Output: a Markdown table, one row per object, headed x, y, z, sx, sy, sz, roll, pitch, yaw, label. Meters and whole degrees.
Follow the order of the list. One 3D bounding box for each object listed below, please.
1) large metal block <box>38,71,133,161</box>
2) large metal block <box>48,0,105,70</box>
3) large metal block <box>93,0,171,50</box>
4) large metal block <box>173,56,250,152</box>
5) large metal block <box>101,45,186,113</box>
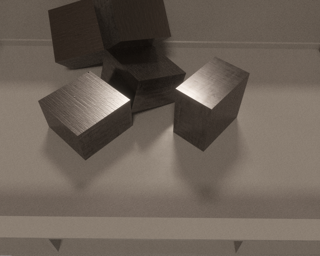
| x | y | z | sx | sy | sz | roll | pitch | yaw | label |
| --- | --- | --- | --- | --- | --- | --- | --- | --- | --- |
| -0.094 | -0.018 | 0.403 | 0.080 | 0.050 | 0.080 | 36 | 59 | 26 | large metal block |
| -0.114 | -0.141 | 0.468 | 0.080 | 0.050 | 0.080 | -10 | 85 | 14 | large metal block |
| -0.039 | -0.156 | 0.428 | 0.081 | 0.080 | 0.050 | -16 | 7 | -33 | large metal block |
| 0.063 | -0.030 | 0.396 | 0.050 | 0.080 | 0.080 | 34 | 58 | 25 | large metal block |
| -0.025 | -0.072 | 0.435 | 0.081 | 0.050 | 0.080 | -17 | 50 | -37 | large metal block |
